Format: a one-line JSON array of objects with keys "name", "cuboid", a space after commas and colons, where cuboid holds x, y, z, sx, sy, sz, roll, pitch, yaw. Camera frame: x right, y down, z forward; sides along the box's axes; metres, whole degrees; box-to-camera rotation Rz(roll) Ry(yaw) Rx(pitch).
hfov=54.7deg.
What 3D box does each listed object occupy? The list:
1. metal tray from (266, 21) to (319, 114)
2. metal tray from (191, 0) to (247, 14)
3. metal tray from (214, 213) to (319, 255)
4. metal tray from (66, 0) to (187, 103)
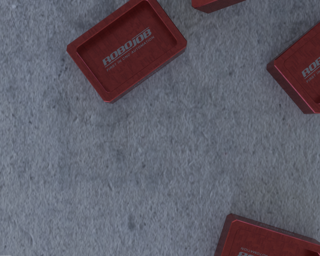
[{"name": "metal tray", "cuboid": [0.221, -0.091, 0.410, 0.130, 0.030, 0.090, -40, 91, -1]}, {"name": "metal tray", "cuboid": [0.080, -0.220, 0.380, 0.030, 0.090, 0.129, -3, 90, -45]}, {"name": "metal tray", "cuboid": [0.141, 0.177, 0.409, 0.131, 0.030, 0.090, 18, 90, -1]}, {"name": "metal tray", "cuboid": [-0.042, -0.104, 0.406, 0.130, 0.030, 0.090, -36, 90, -1]}]
